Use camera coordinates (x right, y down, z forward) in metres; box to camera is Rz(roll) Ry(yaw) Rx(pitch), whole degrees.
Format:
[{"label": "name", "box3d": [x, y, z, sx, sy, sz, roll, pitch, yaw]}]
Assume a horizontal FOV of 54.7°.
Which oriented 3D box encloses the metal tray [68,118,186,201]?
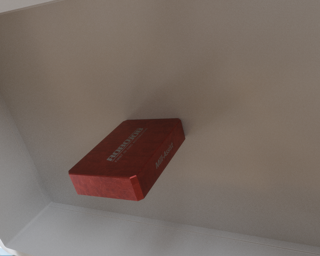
[{"label": "metal tray", "box3d": [-0.034, 0.031, 0.377, 0.090, 0.131, 0.030, -1, 118, 28]}]
